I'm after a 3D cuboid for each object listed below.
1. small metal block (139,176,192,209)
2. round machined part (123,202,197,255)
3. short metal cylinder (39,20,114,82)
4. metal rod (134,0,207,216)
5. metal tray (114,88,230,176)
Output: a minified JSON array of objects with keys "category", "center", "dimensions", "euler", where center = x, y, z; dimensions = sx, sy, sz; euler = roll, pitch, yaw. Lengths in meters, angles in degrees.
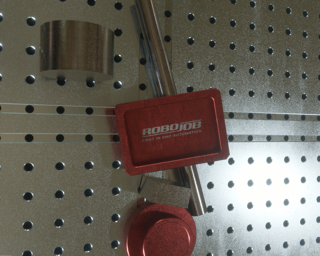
[{"category":"small metal block","center":[0.006,0.083,0.403],"dimensions":[0.050,0.050,0.025],"euler":[15,85,-20]},{"category":"round machined part","center":[0.005,0.146,0.407],"dimensions":[0.099,0.042,0.097],"euler":[0,90,-21]},{"category":"short metal cylinder","center":[-0.093,-0.083,0.350],"dimensions":[0.081,0.080,0.050],"euler":[1,90,-20]},{"category":"metal rod","center":[0.016,-0.025,0.419],"dimensions":[0.025,0.025,0.298],"euler":[-17,96,-20]},{"category":"metal tray","center":[0.015,0.004,0.393],"dimensions":[0.131,0.030,0.089],"euler":[-10,96,-1]}]
